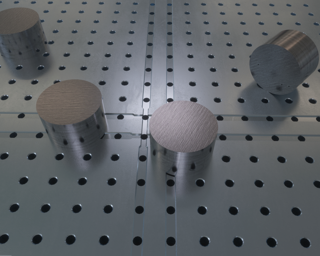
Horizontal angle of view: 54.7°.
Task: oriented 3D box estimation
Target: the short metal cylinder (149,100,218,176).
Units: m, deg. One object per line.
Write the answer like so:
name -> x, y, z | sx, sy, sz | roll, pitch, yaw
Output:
short metal cylinder -> 0.028, 0.012, 0.381 | 0.081, 0.050, 0.080 | 0, 50, 0

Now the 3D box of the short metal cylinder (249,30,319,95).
short metal cylinder -> 0.180, -0.096, 0.453 | 0.050, 0.080, 0.080 | -37, 59, -27

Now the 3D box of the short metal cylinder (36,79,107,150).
short metal cylinder -> -0.113, -0.018, 0.406 | 0.081, 0.050, 0.080 | 0, 50, 0

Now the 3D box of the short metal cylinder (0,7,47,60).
short metal cylinder -> -0.239, -0.160, 0.524 | 0.081, 0.050, 0.080 | 0, 50, 0
